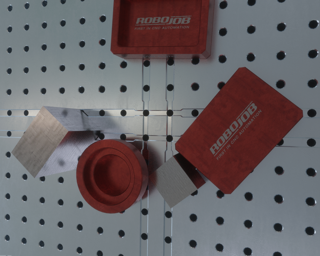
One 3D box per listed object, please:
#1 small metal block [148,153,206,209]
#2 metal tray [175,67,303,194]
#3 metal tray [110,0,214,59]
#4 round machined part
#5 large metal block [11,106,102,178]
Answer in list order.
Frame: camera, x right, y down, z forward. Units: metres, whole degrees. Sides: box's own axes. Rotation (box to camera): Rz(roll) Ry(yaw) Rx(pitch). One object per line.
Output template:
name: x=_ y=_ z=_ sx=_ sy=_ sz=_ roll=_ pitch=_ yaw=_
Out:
small metal block: x=0.021 y=0.067 z=0.399 sx=0.050 sy=0.025 sz=0.050 roll=-44 pitch=76 yaw=30
metal tray: x=0.093 y=0.004 z=0.377 sx=0.090 sy=0.030 sz=0.130 roll=42 pitch=103 yaw=15
metal tray: x=0.002 y=-0.139 z=0.409 sx=0.130 sy=0.030 sz=0.089 roll=5 pitch=92 yaw=19
round machined part: x=-0.061 y=0.063 z=0.425 sx=0.098 sy=0.042 sz=0.097 roll=0 pitch=90 yaw=19
large metal block: x=-0.141 y=0.018 z=0.433 sx=0.050 sy=0.080 sz=0.080 roll=42 pitch=103 yaw=15
